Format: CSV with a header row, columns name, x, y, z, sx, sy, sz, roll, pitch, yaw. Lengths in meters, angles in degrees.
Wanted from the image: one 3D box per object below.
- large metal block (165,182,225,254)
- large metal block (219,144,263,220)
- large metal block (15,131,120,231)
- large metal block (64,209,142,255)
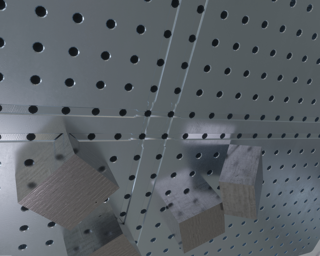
name,x,y,z,sx,sy,sz,roll,pitch,yaw
large metal block,0.060,0.150,0.519,0.081,0.050,0.080,-21,127,-16
large metal block,0.131,0.084,0.491,0.080,0.050,0.080,-61,145,-43
large metal block,-0.111,0.065,0.374,0.080,0.050,0.080,-41,129,0
large metal block,-0.082,0.181,0.461,0.080,0.050,0.080,-31,129,-9
